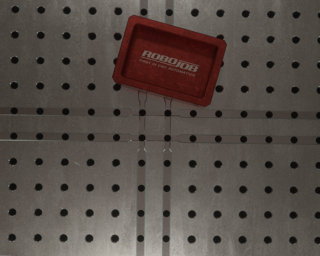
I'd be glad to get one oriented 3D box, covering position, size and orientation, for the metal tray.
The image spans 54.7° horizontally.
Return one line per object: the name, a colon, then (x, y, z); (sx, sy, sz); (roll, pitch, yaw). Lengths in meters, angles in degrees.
metal tray: (0.012, -0.086, 0.410); (0.131, 0.030, 0.090); (15, 90, -1)
